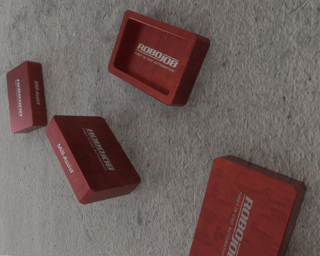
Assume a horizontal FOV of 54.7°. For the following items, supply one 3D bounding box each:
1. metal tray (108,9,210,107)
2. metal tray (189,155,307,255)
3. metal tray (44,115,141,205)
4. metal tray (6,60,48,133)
[{"bbox_3d":[-0.008,-0.094,0.407,0.130,0.030,0.089,33,110,35],"label":"metal tray"},{"bbox_3d":[0.088,0.104,0.329,0.090,0.030,0.129,21,103,38],"label":"metal tray"},{"bbox_3d":[-0.096,0.039,0.441,0.030,0.091,0.130,-50,61,28],"label":"metal tray"},{"bbox_3d":[-0.270,-0.060,0.625,0.090,0.030,0.129,-14,81,39],"label":"metal tray"}]
